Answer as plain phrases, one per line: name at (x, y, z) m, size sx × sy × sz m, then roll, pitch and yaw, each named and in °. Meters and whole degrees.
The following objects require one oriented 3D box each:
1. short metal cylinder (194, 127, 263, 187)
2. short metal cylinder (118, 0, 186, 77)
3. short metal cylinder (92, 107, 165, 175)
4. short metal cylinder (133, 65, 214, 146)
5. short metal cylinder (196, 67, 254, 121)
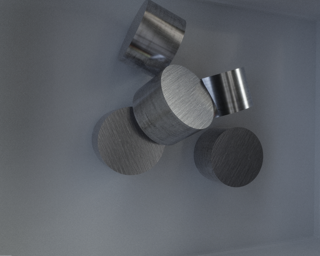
short metal cylinder at (0.095, 0.038, 0.432) m, size 0.081 × 0.050 × 0.080 m, roll 0°, pitch 90°, yaw -20°
short metal cylinder at (-0.011, -0.107, 0.377) m, size 0.050 × 0.080 × 0.080 m, roll 24°, pitch 82°, yaw -19°
short metal cylinder at (-0.040, 0.015, 0.382) m, size 0.081 × 0.050 × 0.080 m, roll 0°, pitch 90°, yaw -20°
short metal cylinder at (0.016, -0.026, 0.358) m, size 0.080 × 0.050 × 0.080 m, roll 23°, pitch 52°, yaw -33°
short metal cylinder at (0.077, -0.045, 0.409) m, size 0.081 × 0.080 × 0.050 m, roll -18°, pitch 96°, yaw -19°
